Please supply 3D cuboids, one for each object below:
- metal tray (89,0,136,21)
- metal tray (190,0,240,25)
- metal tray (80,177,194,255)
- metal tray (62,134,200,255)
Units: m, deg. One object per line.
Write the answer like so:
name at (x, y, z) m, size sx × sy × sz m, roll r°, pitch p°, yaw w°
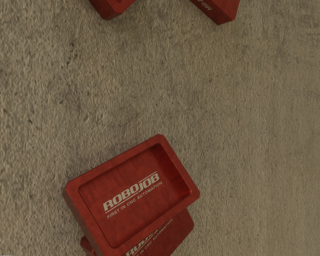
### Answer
metal tray at (-0.067, -0.200, 0.343) m, size 0.130 × 0.030 × 0.090 m, roll 51°, pitch 60°, yaw -28°
metal tray at (0.071, -0.227, 0.460) m, size 0.131 × 0.030 × 0.090 m, roll 25°, pitch 74°, yaw -37°
metal tray at (-0.021, 0.130, 0.384) m, size 0.131 × 0.030 × 0.090 m, roll -39°, pitch 114°, yaw -33°
metal tray at (-0.028, 0.073, 0.347) m, size 0.131 × 0.030 × 0.090 m, roll -28°, pitch 81°, yaw -32°
